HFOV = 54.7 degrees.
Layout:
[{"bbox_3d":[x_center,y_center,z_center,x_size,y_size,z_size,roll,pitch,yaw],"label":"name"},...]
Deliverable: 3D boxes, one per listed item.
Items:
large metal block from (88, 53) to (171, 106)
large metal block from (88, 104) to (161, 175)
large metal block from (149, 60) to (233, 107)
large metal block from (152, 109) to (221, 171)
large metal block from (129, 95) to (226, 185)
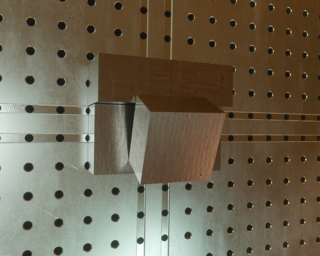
[{"bbox_3d":[-0.039,-0.052,0.368,0.081,0.080,0.050,1,90,-20],"label":"large metal block"},{"bbox_3d":[-0.044,0.013,0.382,0.081,0.050,0.079,1,90,-21],"label":"large metal block"},{"bbox_3d":[0.037,-0.051,0.397,0.081,0.080,0.050,1,90,-20],"label":"large metal block"},{"bbox_3d":[0.032,0.014,0.410,0.081,0.050,0.079,1,90,-21],"label":"large metal block"},{"bbox_3d":[0.015,0.011,0.335,0.081,0.050,0.079,0,114,-21],"label":"large metal block"}]
